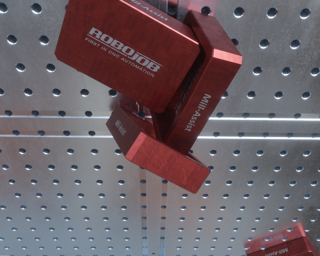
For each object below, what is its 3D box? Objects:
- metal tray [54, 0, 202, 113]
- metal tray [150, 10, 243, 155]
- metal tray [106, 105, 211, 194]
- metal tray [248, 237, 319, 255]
[{"bbox_3d":[-0.033,-0.082,0.317,0.131,0.030,0.089,28,126,-5],"label":"metal tray"},{"bbox_3d":[0.029,-0.044,0.329,0.030,0.090,0.129,9,130,-21],"label":"metal tray"},{"bbox_3d":[-0.008,0.020,0.361,0.090,0.130,0.030,31,94,-24],"label":"metal tray"},{"bbox_3d":[0.263,0.281,0.652,0.130,0.030,0.090,-29,125,22],"label":"metal tray"}]
